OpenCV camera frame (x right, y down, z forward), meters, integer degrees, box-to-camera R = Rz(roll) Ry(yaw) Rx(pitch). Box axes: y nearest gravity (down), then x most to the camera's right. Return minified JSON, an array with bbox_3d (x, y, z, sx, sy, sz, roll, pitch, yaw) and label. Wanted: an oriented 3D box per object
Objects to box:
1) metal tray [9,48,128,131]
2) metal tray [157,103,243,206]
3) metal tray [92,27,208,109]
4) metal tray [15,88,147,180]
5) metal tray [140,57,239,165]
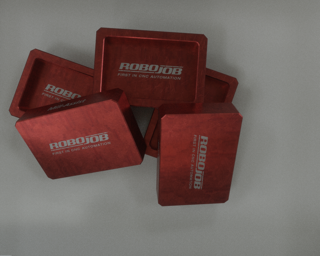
[{"bbox_3d":[-0.115,-0.038,0.404,0.131,0.030,0.090,20,90,-1],"label":"metal tray"},{"bbox_3d":[0.043,0.034,0.376,0.091,0.030,0.129,-1,119,-6],"label":"metal tray"},{"bbox_3d":[-0.012,-0.069,0.377,0.131,0.030,0.089,4,90,-1],"label":"metal tray"},{"bbox_3d":[-0.092,0.011,0.372,0.130,0.030,0.090,-12,120,15],"label":"metal tray"},{"bbox_3d":[0.037,-0.016,0.408,0.090,0.030,0.129,19,90,-1],"label":"metal tray"}]
